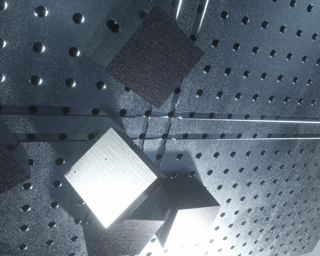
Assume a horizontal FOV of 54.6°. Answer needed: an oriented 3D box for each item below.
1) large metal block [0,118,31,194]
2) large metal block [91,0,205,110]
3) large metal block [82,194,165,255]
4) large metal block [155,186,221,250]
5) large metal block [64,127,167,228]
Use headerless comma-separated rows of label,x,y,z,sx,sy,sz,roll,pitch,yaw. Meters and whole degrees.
large metal block,-0.190,0.029,0.309,0.080,0.050,0.080,-29,128,-10
large metal block,-0.013,-0.080,0.338,0.080,0.050,0.080,34,99,-38
large metal block,-0.053,0.136,0.442,0.081,0.050,0.080,14,120,-34
large metal block,0.040,0.144,0.505,0.081,0.050,0.079,3,117,-30
large metal block,-0.052,0.059,0.374,0.080,0.080,0.050,-45,163,3
